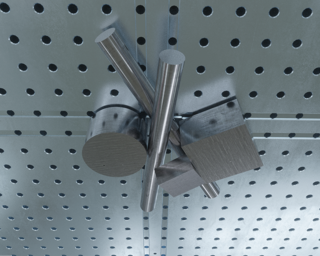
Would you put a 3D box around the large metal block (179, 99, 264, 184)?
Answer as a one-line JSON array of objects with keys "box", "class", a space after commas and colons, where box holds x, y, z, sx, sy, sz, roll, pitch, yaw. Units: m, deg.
[{"box": [0.080, 0.020, 0.407, 0.080, 0.050, 0.080, -21, 127, 17], "class": "large metal block"}]

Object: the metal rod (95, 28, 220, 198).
[{"box": [0.013, 0.003, 0.409, 0.025, 0.025, 0.300, -22, 127, 18], "class": "metal rod"}]

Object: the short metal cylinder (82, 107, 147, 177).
[{"box": [-0.057, 0.019, 0.406, 0.081, 0.050, 0.079, -1, 130, -1], "class": "short metal cylinder"}]

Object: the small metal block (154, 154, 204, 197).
[{"box": [0.028, 0.065, 0.421, 0.050, 0.025, 0.050, -27, 141, 11], "class": "small metal block"}]

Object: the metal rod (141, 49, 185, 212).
[{"box": [-0.004, 0.030, 0.407, 0.025, 0.025, 0.298, 5, 138, -4], "class": "metal rod"}]
